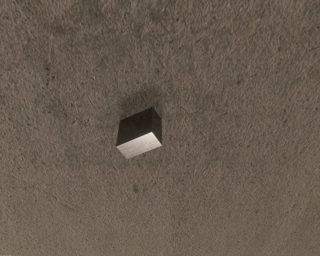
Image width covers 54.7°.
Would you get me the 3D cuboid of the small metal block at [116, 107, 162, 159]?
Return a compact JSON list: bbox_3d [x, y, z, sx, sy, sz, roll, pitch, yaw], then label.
[{"bbox_3d":[-0.026,0.006,0.396,0.050,0.050,0.025,-22,127,17],"label":"small metal block"}]
